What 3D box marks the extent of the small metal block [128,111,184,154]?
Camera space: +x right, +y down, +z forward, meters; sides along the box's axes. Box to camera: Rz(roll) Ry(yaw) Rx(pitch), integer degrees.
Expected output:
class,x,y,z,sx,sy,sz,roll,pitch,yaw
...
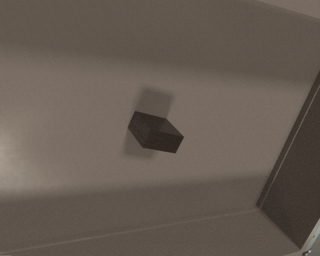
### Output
class,x,y,z,sx,sy,sz,roll,pitch,yaw
small metal block,-0.006,0.005,0.394,0.050,0.050,0.025,13,112,-34
